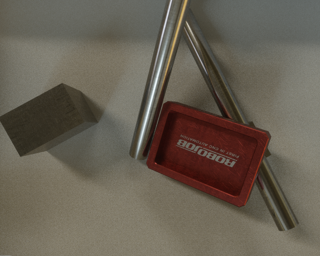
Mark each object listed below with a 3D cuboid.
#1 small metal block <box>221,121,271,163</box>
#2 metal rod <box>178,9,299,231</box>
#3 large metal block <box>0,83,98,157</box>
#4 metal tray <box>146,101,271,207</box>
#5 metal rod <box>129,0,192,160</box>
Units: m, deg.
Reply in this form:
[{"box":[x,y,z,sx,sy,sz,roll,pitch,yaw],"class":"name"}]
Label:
[{"box":[0.110,0.025,0.413,0.050,0.025,0.050,-29,90,-1],"class":"small metal block"},{"box":[0.092,-0.017,0.391,0.025,0.025,0.299,-25,82,0],"class":"metal rod"},{"box":[-0.131,-0.009,0.382,0.080,0.080,0.050,-29,90,0],"class":"large metal block"},{"box":[0.056,0.028,0.377,0.130,0.030,0.089,20,101,22],"class":"metal tray"},{"box":[0.008,-0.091,0.343,0.025,0.025,0.298,16,118,-1],"class":"metal rod"}]
